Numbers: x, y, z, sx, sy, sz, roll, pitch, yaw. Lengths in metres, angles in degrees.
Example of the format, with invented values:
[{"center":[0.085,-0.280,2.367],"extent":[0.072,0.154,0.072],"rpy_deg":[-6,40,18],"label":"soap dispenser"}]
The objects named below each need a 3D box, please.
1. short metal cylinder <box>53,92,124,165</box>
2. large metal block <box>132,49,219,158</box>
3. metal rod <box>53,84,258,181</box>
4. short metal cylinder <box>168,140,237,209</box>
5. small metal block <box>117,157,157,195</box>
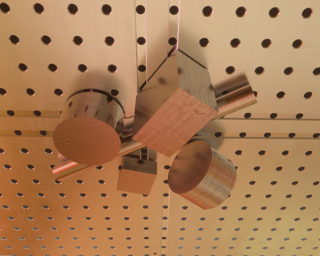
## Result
[{"center":[-0.087,0.001,0.391],"extent":[0.081,0.050,0.079],"rpy_deg":[0,130,0],"label":"short metal cylinder"},{"center":[0.014,-0.028,0.348],"extent":[0.050,0.080,0.080],"rpy_deg":[29,124,-23],"label":"large metal block"},{"center":[-0.019,0.013,0.418],"extent":[0.300,0.025,0.025],"rpy_deg":[-22,127,18],"label":"metal rod"},{"center":[0.057,0.064,0.426],"extent":[0.050,0.080,0.080],"rpy_deg":[36,121,-27],"label":"short metal cylinder"},{"center":[-0.035,0.073,0.469],"extent":[0.050,0.025,0.050],"rpy_deg":[12,129,-10],"label":"small metal block"}]
